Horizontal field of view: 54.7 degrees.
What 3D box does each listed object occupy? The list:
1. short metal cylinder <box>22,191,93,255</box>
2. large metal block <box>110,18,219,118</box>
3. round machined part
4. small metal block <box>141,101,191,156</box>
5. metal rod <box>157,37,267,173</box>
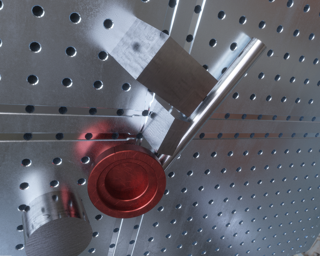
[{"bbox_3d":[-0.134,0.129,0.403,0.081,0.050,0.079,-14,124,-21],"label":"short metal cylinder"},{"bbox_3d":[0.003,-0.066,0.338,0.080,0.080,0.050,32,100,-39],"label":"large metal block"},{"bbox_3d":[-0.044,0.065,0.406,0.099,0.042,0.097,-4,111,-10],"label":"round machined part"},{"bbox_3d":[0.006,0.000,0.400,0.025,0.050,0.050,16,110,-35],"label":"small metal block"},{"bbox_3d":[0.041,0.002,0.436,0.025,0.025,0.299,32,100,-39],"label":"metal rod"}]
